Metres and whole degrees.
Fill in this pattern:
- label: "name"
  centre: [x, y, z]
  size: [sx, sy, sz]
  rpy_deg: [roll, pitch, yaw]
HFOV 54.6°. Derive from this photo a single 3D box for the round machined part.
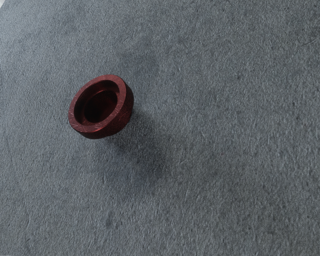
- label: "round machined part"
  centre: [-0.081, -0.027, 0.453]
  size: [0.098, 0.042, 0.098]
  rpy_deg: [-13, 56, 21]
